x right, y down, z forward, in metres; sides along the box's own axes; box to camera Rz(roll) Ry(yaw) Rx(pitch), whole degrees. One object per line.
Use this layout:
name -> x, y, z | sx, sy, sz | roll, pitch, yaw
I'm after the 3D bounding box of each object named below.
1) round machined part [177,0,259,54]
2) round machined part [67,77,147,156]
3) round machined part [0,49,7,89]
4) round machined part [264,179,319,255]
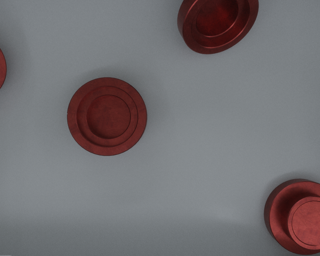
round machined part -> 0.068, -0.144, 0.386 | 0.098, 0.098, 0.042 | -21, 55, 0
round machined part -> -0.066, -0.014, 0.402 | 0.099, 0.042, 0.097 | 0, 90, -1
round machined part -> -0.248, -0.075, 0.386 | 0.099, 0.042, 0.097 | -1, 92, -31
round machined part -> 0.192, 0.119, 0.406 | 0.099, 0.042, 0.097 | 0, 90, -1
